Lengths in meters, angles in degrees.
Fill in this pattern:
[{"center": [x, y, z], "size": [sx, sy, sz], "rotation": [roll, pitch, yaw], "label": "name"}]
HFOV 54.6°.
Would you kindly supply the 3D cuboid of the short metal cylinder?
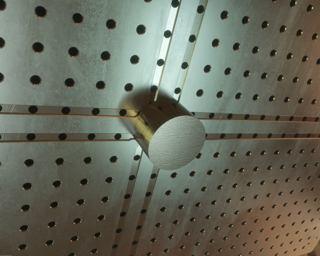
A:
[{"center": [0.012, 0.008, 0.406], "size": [0.081, 0.050, 0.080], "rotation": [-14, 124, -21], "label": "short metal cylinder"}]
